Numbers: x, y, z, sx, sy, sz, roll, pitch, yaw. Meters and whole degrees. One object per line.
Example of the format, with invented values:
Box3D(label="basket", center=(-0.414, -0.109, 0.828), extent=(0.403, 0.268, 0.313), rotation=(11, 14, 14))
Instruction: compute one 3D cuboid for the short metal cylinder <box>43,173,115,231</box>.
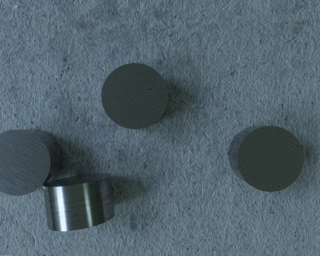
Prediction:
Box3D(label="short metal cylinder", center=(-0.099, 0.088, 0.382), extent=(0.080, 0.080, 0.050), rotation=(-7, 90, 0))

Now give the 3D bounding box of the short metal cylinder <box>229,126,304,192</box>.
Box3D(label="short metal cylinder", center=(0.133, 0.037, 0.398), extent=(0.081, 0.050, 0.080), rotation=(0, 90, 0))

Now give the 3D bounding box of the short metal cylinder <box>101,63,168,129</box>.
Box3D(label="short metal cylinder", center=(-0.030, -0.039, 0.397), extent=(0.081, 0.050, 0.080), rotation=(0, 90, 0))

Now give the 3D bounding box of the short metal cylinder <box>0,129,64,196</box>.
Box3D(label="short metal cylinder", center=(-0.172, 0.041, 0.396), extent=(0.081, 0.050, 0.080), rotation=(0, 90, 0))
